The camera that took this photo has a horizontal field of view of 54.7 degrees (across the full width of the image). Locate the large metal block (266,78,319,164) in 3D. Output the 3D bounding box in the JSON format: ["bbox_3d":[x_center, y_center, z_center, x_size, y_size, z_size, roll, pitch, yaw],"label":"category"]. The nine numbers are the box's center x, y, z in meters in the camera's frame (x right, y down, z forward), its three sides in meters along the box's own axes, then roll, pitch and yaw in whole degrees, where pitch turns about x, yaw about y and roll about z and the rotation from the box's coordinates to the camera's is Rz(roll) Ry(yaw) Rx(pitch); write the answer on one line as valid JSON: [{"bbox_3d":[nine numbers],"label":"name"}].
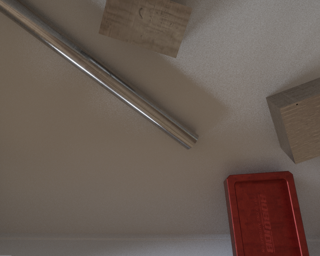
[{"bbox_3d":[0.193,-0.011,0.397,0.080,0.050,0.080,-21,109,7],"label":"large metal block"}]

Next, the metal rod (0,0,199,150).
[{"bbox_3d":[-0.074,-0.068,0.385,0.301,0.025,0.025,36,106,-13],"label":"metal rod"}]

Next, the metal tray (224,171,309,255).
[{"bbox_3d":[0.141,0.127,0.417,0.091,0.030,0.129,-4,71,1],"label":"metal tray"}]

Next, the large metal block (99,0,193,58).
[{"bbox_3d":[-0.015,-0.118,0.338,0.080,0.080,0.050,16,109,-7],"label":"large metal block"}]
